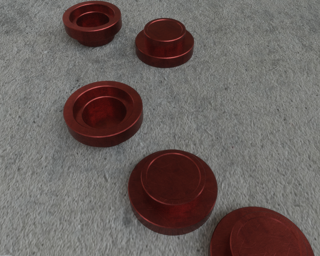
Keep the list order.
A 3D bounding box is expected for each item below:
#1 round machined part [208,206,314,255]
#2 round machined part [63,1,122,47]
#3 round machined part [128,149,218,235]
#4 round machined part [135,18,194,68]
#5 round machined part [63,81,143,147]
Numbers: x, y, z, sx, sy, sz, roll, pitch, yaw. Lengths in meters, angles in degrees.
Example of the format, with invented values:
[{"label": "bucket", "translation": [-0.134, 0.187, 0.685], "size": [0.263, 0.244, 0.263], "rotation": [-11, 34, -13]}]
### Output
[{"label": "round machined part", "translation": [0.097, 0.119, 0.293], "size": [0.099, 0.042, 0.098], "rotation": [0, 50, 0]}, {"label": "round machined part", "translation": [-0.115, -0.179, 0.541], "size": [0.099, 0.042, 0.098], "rotation": [0, 50, 0]}, {"label": "round machined part", "translation": [0.014, 0.062, 0.340], "size": [0.099, 0.042, 0.098], "rotation": [0, 50, 0]}, {"label": "round machined part", "translation": [0.008, -0.147, 0.516], "size": [0.099, 0.042, 0.098], "rotation": [0, 50, 0]}, {"label": "round machined part", "translation": [-0.071, -0.014, 0.403], "size": [0.099, 0.042, 0.098], "rotation": [0, 50, 0]}]
